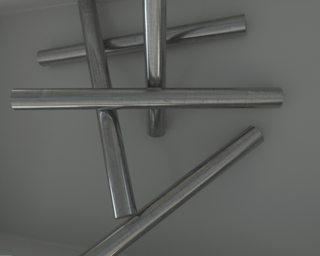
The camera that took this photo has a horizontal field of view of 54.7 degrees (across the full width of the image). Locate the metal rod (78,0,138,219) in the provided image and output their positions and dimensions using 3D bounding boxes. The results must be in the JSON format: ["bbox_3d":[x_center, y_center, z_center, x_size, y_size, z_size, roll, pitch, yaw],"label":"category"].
[{"bbox_3d":[-0.070,-0.041,0.383,0.025,0.025,0.299,-21,68,19],"label":"metal rod"}]

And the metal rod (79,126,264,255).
[{"bbox_3d":[-0.005,0.094,0.348,0.301,0.025,0.025,-36,77,-9],"label":"metal rod"}]

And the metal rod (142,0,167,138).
[{"bbox_3d":[-0.006,-0.117,0.329,0.025,0.025,0.298,14,127,19],"label":"metal rod"}]

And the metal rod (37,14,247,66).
[{"bbox_3d":[-0.038,-0.116,0.423,0.301,0.025,0.025,-4,89,19],"label":"metal rod"}]

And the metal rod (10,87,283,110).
[{"bbox_3d":[-0.012,-0.034,0.355,0.302,0.025,0.025,-1,90,-3],"label":"metal rod"}]
